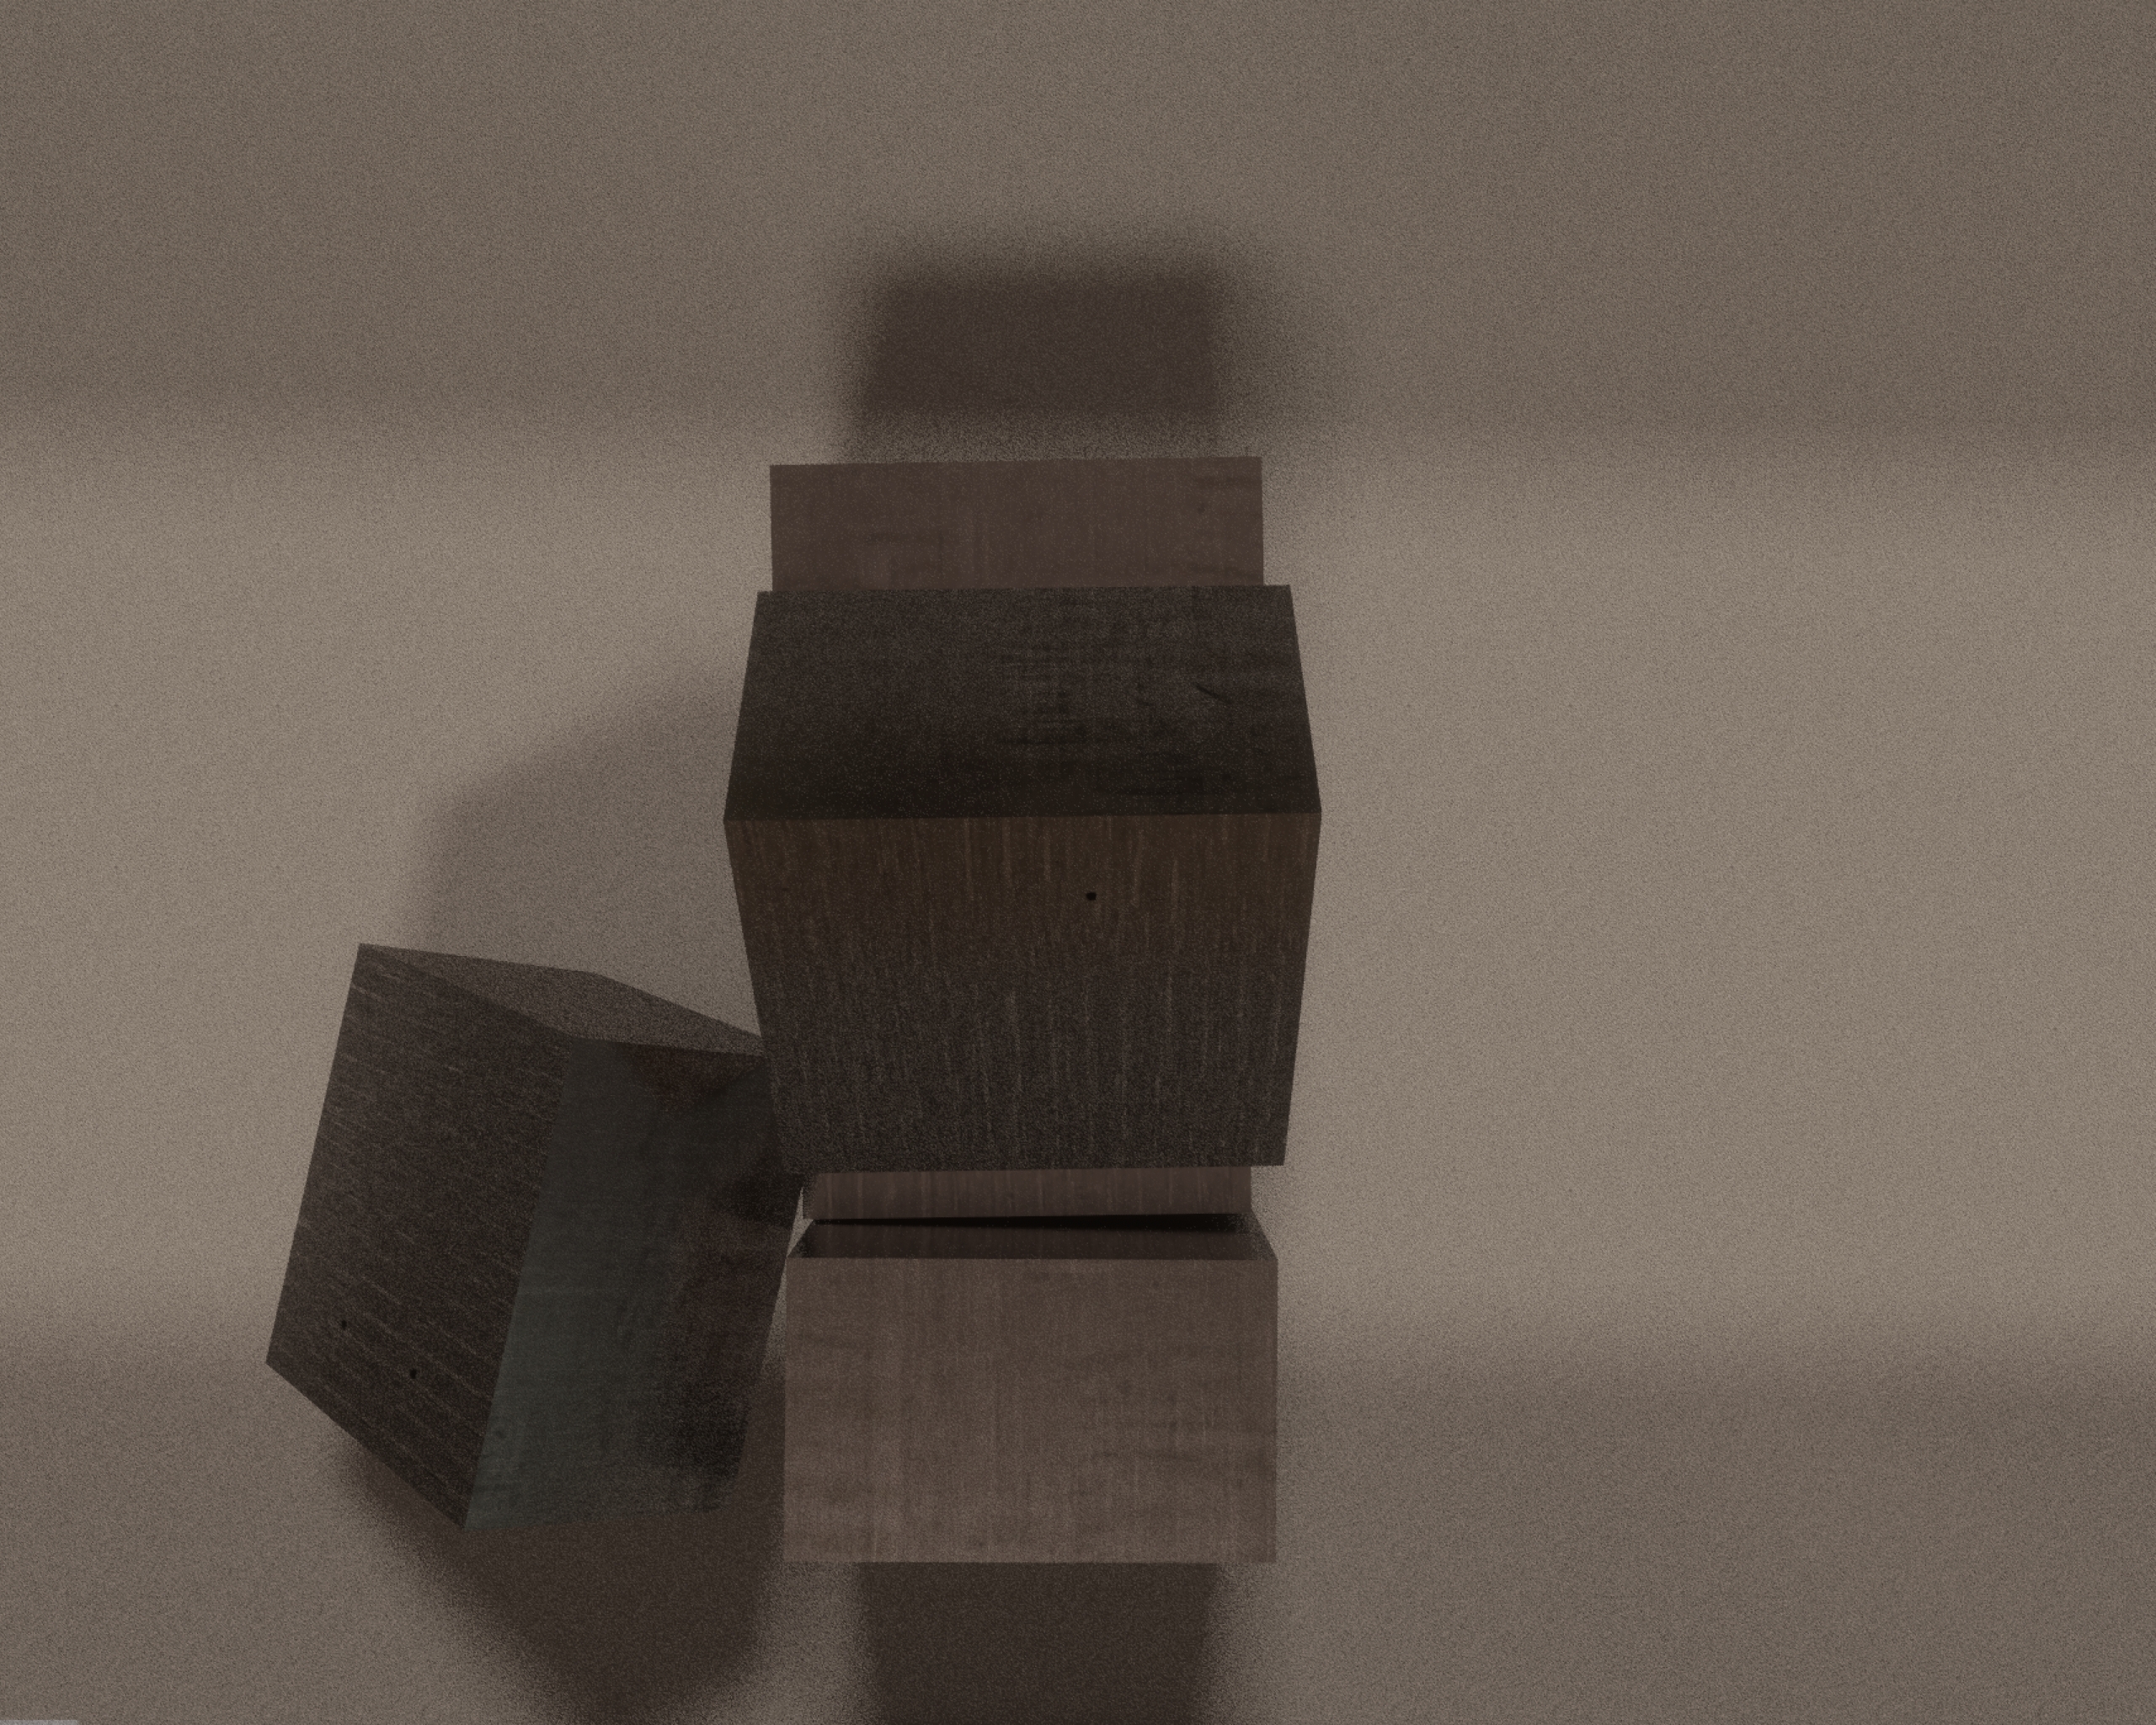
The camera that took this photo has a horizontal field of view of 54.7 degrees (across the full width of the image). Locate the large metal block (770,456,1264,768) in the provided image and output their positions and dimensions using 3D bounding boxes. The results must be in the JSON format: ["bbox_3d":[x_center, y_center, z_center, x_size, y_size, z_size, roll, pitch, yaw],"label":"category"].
[{"bbox_3d":[-0.010,-0.041,0.381,0.081,0.080,0.050,-1,90,-1],"label":"large metal block"}]

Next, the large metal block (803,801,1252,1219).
[{"bbox_3d":[-0.010,0.024,0.399,0.081,0.050,0.079,-1,90,-1],"label":"large metal block"}]

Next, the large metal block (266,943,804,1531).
[{"bbox_3d":[-0.096,0.064,0.373,0.050,0.080,0.080,12,91,-43],"label":"large metal block"}]

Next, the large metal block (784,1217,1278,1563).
[{"bbox_3d":[-0.008,0.090,0.382,0.081,0.080,0.050,0,90,-1],"label":"large metal block"}]

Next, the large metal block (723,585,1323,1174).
[{"bbox_3d":[-0.007,0.004,0.326,0.081,0.079,0.050,-1,45,-1],"label":"large metal block"}]
